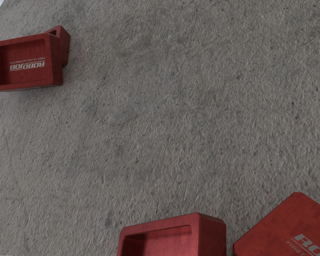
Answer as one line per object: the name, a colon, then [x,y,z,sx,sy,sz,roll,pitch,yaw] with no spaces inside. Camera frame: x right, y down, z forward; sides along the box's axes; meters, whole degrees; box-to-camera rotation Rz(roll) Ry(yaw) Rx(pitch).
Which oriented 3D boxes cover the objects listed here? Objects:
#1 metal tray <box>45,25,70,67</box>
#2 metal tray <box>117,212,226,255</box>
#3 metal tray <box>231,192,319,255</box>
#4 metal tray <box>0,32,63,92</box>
metal tray: [-0.243,-0.142,0.615,0.130,0.030,0.090,-18,54,17]
metal tray: [0.002,0.132,0.279,0.129,0.030,0.090,-30,45,48]
metal tray: [0.131,0.118,0.234,0.091,0.030,0.130,-29,45,-25]
metal tray: [-0.243,-0.116,0.561,0.130,0.030,0.089,-4,91,17]
